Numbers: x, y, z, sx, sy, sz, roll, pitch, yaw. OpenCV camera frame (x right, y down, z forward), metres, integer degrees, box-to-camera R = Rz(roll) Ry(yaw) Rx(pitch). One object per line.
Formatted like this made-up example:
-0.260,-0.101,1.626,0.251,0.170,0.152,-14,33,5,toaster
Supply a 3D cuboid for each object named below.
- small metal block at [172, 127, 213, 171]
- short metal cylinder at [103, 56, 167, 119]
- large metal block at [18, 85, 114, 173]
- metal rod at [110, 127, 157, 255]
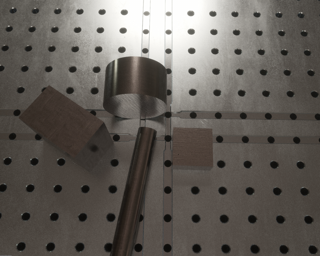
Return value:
0.042,0.028,0.402,0.050,0.025,0.050,2,70,0,small metal block
-0.031,-0.049,0.400,0.081,0.080,0.050,1,70,0,short metal cylinder
-0.109,0.004,0.380,0.080,0.080,0.050,33,73,11,large metal block
-0.044,0.141,0.359,0.025,0.025,0.299,10,70,3,metal rod
